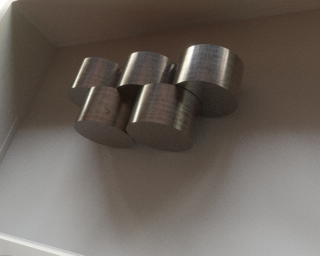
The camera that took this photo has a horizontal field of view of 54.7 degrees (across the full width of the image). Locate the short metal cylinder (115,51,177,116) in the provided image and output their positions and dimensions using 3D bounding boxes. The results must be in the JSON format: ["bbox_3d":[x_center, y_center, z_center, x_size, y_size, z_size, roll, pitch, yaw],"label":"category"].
[{"bbox_3d":[-0.014,-0.055,0.410,0.080,0.080,0.050,1,62,28],"label":"short metal cylinder"}]

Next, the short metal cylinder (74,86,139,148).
[{"bbox_3d":[-0.066,-0.012,0.411,0.080,0.080,0.050,1,62,28],"label":"short metal cylinder"}]

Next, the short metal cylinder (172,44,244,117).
[{"bbox_3d":[0.056,-0.054,0.372,0.080,0.080,0.050,2,63,29],"label":"short metal cylinder"}]

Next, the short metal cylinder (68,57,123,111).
[{"bbox_3d":[-0.085,-0.057,0.449,0.080,0.080,0.050,1,62,28],"label":"short metal cylinder"}]

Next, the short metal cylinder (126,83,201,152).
[{"bbox_3d":[0.005,-0.010,0.372,0.080,0.080,0.050,1,62,28],"label":"short metal cylinder"}]
